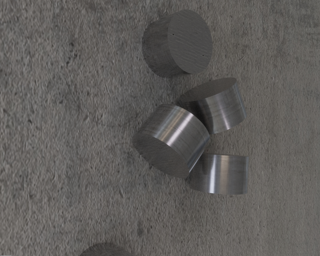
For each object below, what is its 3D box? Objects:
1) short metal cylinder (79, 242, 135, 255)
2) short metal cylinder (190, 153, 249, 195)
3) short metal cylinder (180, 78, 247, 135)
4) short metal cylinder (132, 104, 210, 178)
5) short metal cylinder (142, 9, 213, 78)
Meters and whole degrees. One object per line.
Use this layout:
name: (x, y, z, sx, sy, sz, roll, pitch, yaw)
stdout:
short metal cylinder: (-0.056, 0.175, 0.342, 0.081, 0.050, 0.080, 0, 90, -40)
short metal cylinder: (0.084, 0.062, 0.439, 0.081, 0.080, 0.050, 6, 86, -40)
short metal cylinder: (0.074, -0.031, 0.431, 0.081, 0.080, 0.050, -35, 112, -34)
short metal cylinder: (0.014, 0.016, 0.380, 0.080, 0.080, 0.050, 52, 60, -27)
short metal cylinder: (0.024, -0.108, 0.408, 0.081, 0.050, 0.080, 0, 90, -40)
